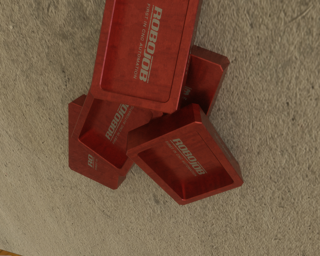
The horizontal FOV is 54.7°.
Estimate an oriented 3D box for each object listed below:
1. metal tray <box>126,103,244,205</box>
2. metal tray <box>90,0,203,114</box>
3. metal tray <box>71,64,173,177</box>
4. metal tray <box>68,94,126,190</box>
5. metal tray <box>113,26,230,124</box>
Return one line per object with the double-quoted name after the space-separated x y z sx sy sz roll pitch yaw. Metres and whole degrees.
0.033 0.038 0.366 0.090 0.030 0.130 -24 131 19 "metal tray"
-0.013 -0.086 0.313 0.090 0.030 0.129 12 96 9 "metal tray"
-0.052 -0.007 0.388 0.090 0.030 0.129 36 129 4 "metal tray"
-0.091 0.024 0.465 0.090 0.030 0.129 22 127 14 "metal tray"
0.004 -0.060 0.365 0.130 0.030 0.089 24 127 13 "metal tray"
